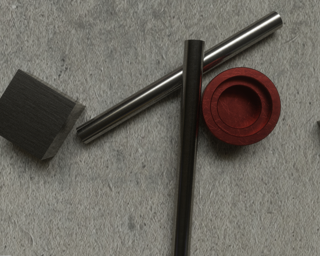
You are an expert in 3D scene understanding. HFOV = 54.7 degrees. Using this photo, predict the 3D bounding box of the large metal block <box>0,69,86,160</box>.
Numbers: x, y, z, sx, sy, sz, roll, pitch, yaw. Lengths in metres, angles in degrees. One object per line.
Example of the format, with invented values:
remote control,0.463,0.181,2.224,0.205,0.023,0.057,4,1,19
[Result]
large metal block,-0.156,-0.016,0.395,0.080,0.050,0.080,31,90,-1

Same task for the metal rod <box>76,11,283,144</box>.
metal rod,0.026,-0.067,0.410,0.301,0.025,0.025,-31,90,-1

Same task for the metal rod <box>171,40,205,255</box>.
metal rod,0.034,0.042,0.396,0.025,0.025,0.298,3,96,-1

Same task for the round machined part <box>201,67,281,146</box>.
round machined part,0.101,-0.027,0.403,0.099,0.042,0.097,0,90,-1

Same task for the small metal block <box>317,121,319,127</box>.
small metal block,0.249,0.003,0.413,0.050,0.025,0.050,-24,90,-1
